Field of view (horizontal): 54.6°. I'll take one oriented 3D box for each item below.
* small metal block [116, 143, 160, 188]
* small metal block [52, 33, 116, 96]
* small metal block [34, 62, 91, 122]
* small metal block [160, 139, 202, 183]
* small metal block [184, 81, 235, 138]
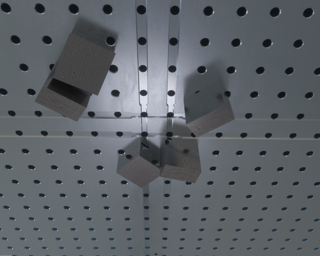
[{"bbox_3d":[-0.028,0.057,0.460,0.050,0.025,0.050,37,121,-27],"label":"small metal block"},{"bbox_3d":[-0.082,-0.070,0.339,0.050,0.025,0.050,22,102,-18],"label":"small metal block"},{"bbox_3d":[-0.109,-0.042,0.359,0.050,0.050,0.025,28,125,-22],"label":"small metal block"},{"bbox_3d":[0.028,0.046,0.434,0.050,0.050,0.025,13,129,-11],"label":"small metal block"},{"bbox_3d":[0.058,-0.023,0.376,0.050,0.050,0.025,-28,125,21],"label":"small metal block"}]
